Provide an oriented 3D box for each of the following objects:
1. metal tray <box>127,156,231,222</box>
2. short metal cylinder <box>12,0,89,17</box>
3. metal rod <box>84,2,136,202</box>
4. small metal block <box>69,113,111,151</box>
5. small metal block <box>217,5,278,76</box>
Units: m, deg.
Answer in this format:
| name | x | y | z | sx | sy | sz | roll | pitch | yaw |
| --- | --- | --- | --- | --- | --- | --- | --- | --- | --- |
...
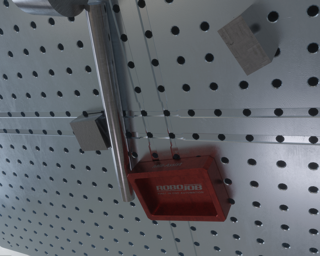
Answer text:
| name | x | y | z | sx | sy | sz | roll | pitch | yaw |
| --- | --- | --- | --- | --- | --- | --- | --- | --- | --- |
| metal tray | 0.026 | 0.091 | 0.450 | 0.130 | 0.030 | 0.090 | -10 | 114 | 32 |
| short metal cylinder | -0.120 | -0.164 | 0.338 | 0.050 | 0.080 | 0.079 | 12 | 123 | 22 |
| metal rod | -0.064 | -0.016 | 0.434 | 0.025 | 0.025 | 0.298 | 9 | 123 | 23 |
| small metal block | -0.101 | 0.007 | 0.469 | 0.050 | 0.025 | 0.050 | -5 | 116 | 30 |
| small metal block | 0.086 | -0.085 | 0.297 | 0.025 | 0.050 | 0.050 | -29 | 102 | 38 |
